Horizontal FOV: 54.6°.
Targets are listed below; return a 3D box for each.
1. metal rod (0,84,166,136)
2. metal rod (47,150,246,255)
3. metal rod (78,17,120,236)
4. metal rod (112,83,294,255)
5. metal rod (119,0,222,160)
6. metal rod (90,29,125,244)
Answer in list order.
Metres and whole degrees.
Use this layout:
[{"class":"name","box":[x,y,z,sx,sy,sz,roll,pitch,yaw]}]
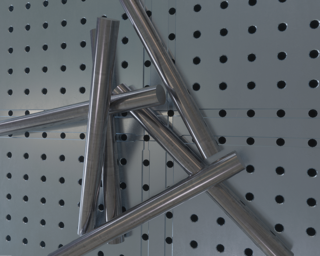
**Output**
[{"class":"metal rod","box":[-0.131,-0.019,0.438,0.300,0.025,0.025,-9,87,27]},{"class":"metal rod","box":[-0.030,0.113,0.395,0.300,0.025,0.025,-32,80,17]},{"class":"metal rod","box":[-0.082,0.016,0.397,0.025,0.025,0.298,19,113,19]},{"class":"metal rod","box":[0.045,0.051,0.397,0.300,0.025,0.025,46,104,14]},{"class":"metal rod","box":[-0.002,-0.097,0.413,0.025,0.025,0.299,-30,80,17]},{"class":"metal rod","box":[-0.075,0.010,0.439,0.025,0.025,0.298,-6,88,20]}]
